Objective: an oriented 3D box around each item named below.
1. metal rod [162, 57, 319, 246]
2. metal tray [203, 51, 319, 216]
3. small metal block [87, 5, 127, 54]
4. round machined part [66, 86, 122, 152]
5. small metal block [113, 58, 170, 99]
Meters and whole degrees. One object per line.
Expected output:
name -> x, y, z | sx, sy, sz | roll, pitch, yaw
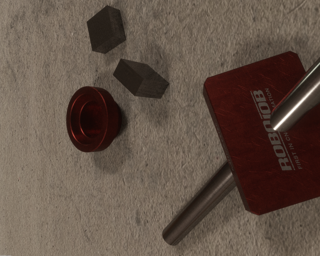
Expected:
metal rod -> 0.082, 0.034, 0.310 | 0.025, 0.025, 0.298 | 53, 128, 26
metal tray -> 0.103, 0.004, 0.285 | 0.090, 0.030, 0.129 | -18, 76, 2
small metal block -> -0.082, -0.148, 0.470 | 0.050, 0.025, 0.050 | -21, 77, 37
round machined part -> -0.096, -0.013, 0.470 | 0.098, 0.042, 0.097 | 0, 90, 39
small metal block -> -0.025, -0.064, 0.407 | 0.050, 0.050, 0.025 | 45, 117, 30
